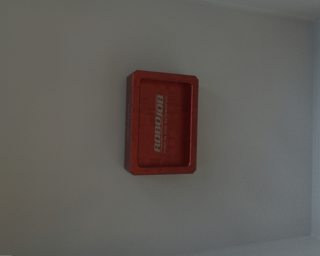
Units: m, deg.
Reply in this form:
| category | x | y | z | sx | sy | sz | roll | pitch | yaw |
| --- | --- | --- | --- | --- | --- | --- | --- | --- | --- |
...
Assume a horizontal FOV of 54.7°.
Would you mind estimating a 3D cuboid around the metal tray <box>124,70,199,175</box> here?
| category | x | y | z | sx | sy | sz | roll | pitch | yaw |
| --- | --- | --- | --- | --- | --- | --- | --- | --- | --- |
| metal tray | 0.002 | -0.006 | 0.406 | 0.091 | 0.030 | 0.129 | 2 | 89 | -21 |
